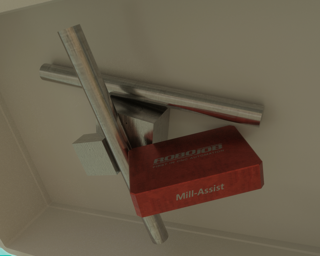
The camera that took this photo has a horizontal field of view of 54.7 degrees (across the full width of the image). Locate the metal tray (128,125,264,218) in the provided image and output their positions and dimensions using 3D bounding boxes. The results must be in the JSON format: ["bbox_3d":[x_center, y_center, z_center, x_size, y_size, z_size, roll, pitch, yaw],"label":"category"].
[{"bbox_3d":[0.033,0.042,0.338,0.131,0.090,0.030,-13,116,-1],"label":"metal tray"}]

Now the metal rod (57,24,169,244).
[{"bbox_3d":[-0.048,0.024,0.381,0.025,0.025,0.298,-7,115,31],"label":"metal rod"}]

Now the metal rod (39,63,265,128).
[{"bbox_3d":[-0.025,-0.046,0.391,0.301,0.025,0.025,14,124,20],"label":"metal rod"}]

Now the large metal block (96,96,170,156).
[{"bbox_3d":[-0.036,0.005,0.412,0.080,0.050,0.079,17,125,18],"label":"large metal block"}]

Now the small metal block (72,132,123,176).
[{"bbox_3d":[-0.078,0.034,0.403,0.050,0.025,0.050,-7,115,30],"label":"small metal block"}]
